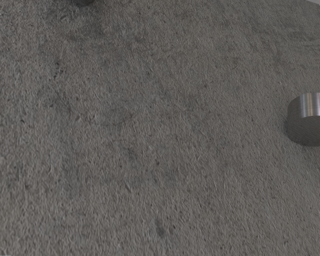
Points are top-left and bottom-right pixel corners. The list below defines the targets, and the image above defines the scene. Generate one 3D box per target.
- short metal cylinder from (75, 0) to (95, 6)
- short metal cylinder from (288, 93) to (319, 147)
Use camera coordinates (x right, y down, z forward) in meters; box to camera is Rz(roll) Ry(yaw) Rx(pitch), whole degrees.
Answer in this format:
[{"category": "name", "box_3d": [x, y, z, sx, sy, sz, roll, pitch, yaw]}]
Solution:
[{"category": "short metal cylinder", "box_3d": [-0.111, -0.226, 0.447, 0.050, 0.080, 0.080, 39, 51, -2]}, {"category": "short metal cylinder", "box_3d": [0.255, -0.013, 0.513, 0.080, 0.080, 0.050, 26, 53, -12]}]
